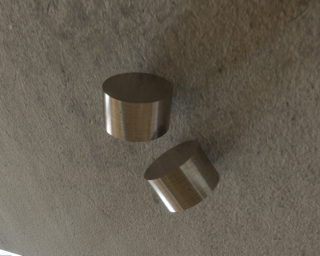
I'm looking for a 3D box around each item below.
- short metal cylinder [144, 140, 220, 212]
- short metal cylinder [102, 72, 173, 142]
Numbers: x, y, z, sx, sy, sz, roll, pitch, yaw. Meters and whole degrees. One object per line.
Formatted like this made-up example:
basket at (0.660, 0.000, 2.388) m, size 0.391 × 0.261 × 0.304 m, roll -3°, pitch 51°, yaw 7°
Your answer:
short metal cylinder at (0.027, 0.059, 0.393) m, size 0.080 × 0.080 × 0.050 m, roll -25°, pitch 105°, yaw 36°
short metal cylinder at (-0.027, -0.027, 0.367) m, size 0.080 × 0.080 × 0.050 m, roll 17°, pitch 125°, yaw 18°
